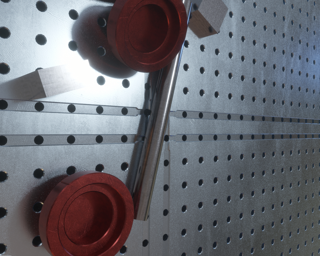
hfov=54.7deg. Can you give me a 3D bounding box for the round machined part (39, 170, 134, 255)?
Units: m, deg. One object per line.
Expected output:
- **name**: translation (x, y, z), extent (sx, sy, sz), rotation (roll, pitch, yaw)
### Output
- **round machined part**: translation (-0.080, 0.094, 0.331), extent (0.099, 0.042, 0.097), rotation (0, 90, -40)

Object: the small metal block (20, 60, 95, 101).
- **small metal block**: translation (-0.102, -0.047, 0.307), extent (0.050, 0.050, 0.025), rotation (-23, 105, -38)

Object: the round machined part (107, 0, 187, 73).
- **round machined part**: translation (-0.019, -0.119, 0.366), extent (0.099, 0.042, 0.097), rotation (-21, 129, -29)

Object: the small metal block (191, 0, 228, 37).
- **small metal block**: translation (0.072, -0.176, 0.469), extent (0.050, 0.025, 0.050), rotation (37, 67, -34)

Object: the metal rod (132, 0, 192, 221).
- **metal rod**: translation (0.002, -0.031, 0.410), extent (0.025, 0.025, 0.299), rotation (20, 77, -38)

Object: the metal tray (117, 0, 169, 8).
- **metal tray**: translation (-0.034, -0.222, 0.377), extent (0.091, 0.030, 0.129), rotation (-6, 94, -40)
